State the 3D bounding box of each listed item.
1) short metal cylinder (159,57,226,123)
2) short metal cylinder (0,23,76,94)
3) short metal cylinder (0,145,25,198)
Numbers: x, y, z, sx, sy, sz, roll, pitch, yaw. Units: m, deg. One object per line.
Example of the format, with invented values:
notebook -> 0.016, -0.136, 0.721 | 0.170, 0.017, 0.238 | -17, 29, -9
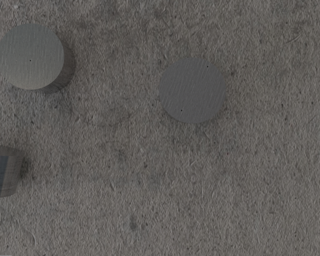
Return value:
short metal cylinder -> 0.039, -0.045, 0.398 | 0.081, 0.050, 0.080 | 0, 90, 0
short metal cylinder -> -0.155, -0.086, 0.396 | 0.081, 0.050, 0.080 | 0, 90, 0
short metal cylinder -> -0.215, 0.049, 0.381 | 0.080, 0.080, 0.050 | 13, 90, 0
